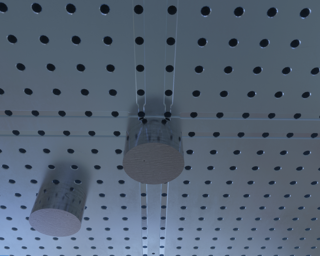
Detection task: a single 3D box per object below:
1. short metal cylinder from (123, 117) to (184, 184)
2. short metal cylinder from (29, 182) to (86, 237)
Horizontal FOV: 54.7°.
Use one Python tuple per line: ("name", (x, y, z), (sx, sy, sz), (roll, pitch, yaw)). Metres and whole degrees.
("short metal cylinder", (-0.008, 0.032, 0.423), (0.081, 0.050, 0.079), (0, 130, 0))
("short metal cylinder", (-0.166, 0.134, 0.507), (0.081, 0.050, 0.079), (-1, 130, 0))
